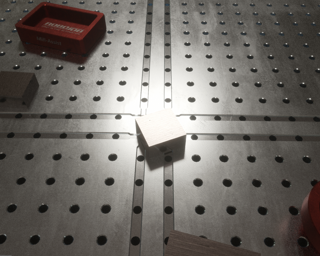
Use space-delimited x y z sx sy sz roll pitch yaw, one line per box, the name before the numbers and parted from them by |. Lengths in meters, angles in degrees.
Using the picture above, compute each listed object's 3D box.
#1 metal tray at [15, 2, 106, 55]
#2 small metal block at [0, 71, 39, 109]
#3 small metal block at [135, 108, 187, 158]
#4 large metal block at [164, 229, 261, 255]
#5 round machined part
metal tray | -0.174 -0.181 0.553 0.131 0.030 0.090 15 51 11
small metal block | -0.213 -0.056 0.452 0.050 0.025 0.050 4 50 2
small metal block | 0.000 0.005 0.403 0.050 0.025 0.050 -18 52 -15
large metal block | 0.038 0.146 0.269 0.080 0.050 0.080 12 51 10
round machined part | 0.194 0.100 0.315 0.099 0.042 0.098 0 50 0
